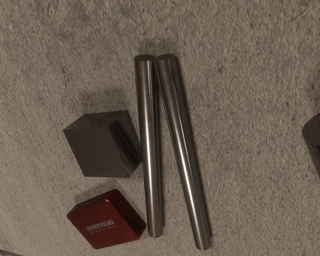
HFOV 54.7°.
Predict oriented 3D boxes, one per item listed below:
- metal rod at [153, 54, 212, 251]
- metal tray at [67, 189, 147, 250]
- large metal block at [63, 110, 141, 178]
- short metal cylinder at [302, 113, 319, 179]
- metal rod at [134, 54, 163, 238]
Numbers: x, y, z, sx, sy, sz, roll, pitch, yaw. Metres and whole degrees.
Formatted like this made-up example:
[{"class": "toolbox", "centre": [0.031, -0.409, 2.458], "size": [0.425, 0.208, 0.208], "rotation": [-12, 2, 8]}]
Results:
[{"class": "metal rod", "centre": [0.036, 0.050, 0.417], "size": [0.025, 0.025, 0.298], "rotation": [1, 119, 27]}, {"class": "metal tray", "centre": [-0.098, 0.167, 0.556], "size": [0.130, 0.030, 0.090], "rotation": [-28, 103, 37]}, {"class": "large metal block", "centre": [-0.079, 0.024, 0.445], "size": [0.080, 0.050, 0.080], "rotation": [-4, 117, 29]}, {"class": "short metal cylinder", "centre": [0.181, 0.015, 0.285], "size": [0.080, 0.080, 0.050], "rotation": [-16, 110, 34]}, {"class": "metal rod", "centre": [-0.013, 0.045, 0.439], "size": [0.025, 0.025, 0.298], "rotation": [11, 123, 22]}]
